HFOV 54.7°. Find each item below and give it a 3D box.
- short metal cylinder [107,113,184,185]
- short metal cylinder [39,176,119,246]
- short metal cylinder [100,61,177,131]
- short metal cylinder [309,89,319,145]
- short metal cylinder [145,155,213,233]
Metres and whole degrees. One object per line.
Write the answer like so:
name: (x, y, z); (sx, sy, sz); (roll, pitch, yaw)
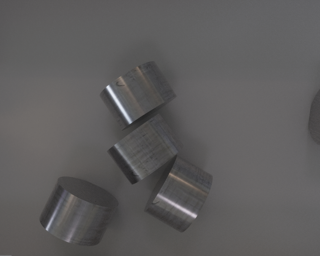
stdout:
short metal cylinder: (-0.018, 0.025, 0.384); (0.080, 0.080, 0.050); (-36, 90, 0)
short metal cylinder: (-0.099, 0.101, 0.383); (0.080, 0.080, 0.050); (25, 90, 0)
short metal cylinder: (-0.026, -0.039, 0.384); (0.080, 0.080, 0.050); (-32, 90, 0)
short metal cylinder: (0.230, -0.015, 0.385); (0.050, 0.080, 0.080); (8, 90, 0)
short metal cylinder: (0.022, 0.080, 0.384); (0.050, 0.080, 0.080); (30, 90, 0)
